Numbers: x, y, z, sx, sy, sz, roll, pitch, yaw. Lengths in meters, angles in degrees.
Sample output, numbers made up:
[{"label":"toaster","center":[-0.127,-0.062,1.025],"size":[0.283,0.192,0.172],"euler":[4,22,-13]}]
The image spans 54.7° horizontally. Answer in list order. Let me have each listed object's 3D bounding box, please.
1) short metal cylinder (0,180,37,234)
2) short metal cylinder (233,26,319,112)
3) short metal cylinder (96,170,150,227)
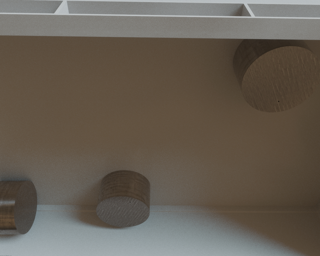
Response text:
[{"label":"short metal cylinder","center":[-0.229,0.121,0.474],"size":[0.050,0.080,0.079],"euler":[-1,130,0]},{"label":"short metal cylinder","center":[0.125,-0.064,0.339],"size":[0.081,0.050,0.079],"euler":[0,130,0]},{"label":"short metal cylinder","center":[-0.056,0.112,0.487],"size":[0.081,0.050,0.079],"euler":[0,130,0]}]
